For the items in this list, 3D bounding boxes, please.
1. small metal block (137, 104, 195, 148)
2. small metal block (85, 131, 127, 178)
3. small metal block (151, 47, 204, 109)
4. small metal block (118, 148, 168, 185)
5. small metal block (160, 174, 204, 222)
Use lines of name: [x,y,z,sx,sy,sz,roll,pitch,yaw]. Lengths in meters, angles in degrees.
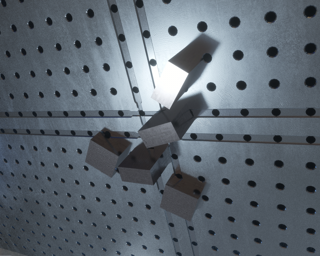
small metal block: [0.008,-0.003,0.388,0.050,0.050,0.025,-16,110,34]
small metal block: [-0.084,0.041,0.479,0.050,0.025,0.050,30,128,9]
small metal block: [0.020,-0.056,0.349,0.025,0.050,0.050,33,129,6]
small metal block: [-0.023,0.053,0.438,0.050,0.050,0.025,2,119,27]
small metal block: [0.031,0.103,0.457,0.050,0.025,0.050,22,127,14]
